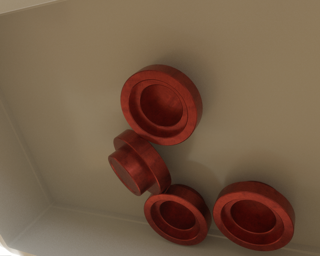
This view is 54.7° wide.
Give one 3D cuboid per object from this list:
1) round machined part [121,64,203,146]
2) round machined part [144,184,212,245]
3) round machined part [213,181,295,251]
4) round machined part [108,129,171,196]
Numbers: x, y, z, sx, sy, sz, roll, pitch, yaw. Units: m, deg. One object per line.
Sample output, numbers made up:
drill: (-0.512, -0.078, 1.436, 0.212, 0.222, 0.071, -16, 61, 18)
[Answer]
round machined part: (0.005, -0.031, 0.376, 0.098, 0.042, 0.097, 13, 124, 21)
round machined part: (0.029, 0.122, 0.458, 0.098, 0.042, 0.097, 13, 124, 21)
round machined part: (0.122, 0.108, 0.400, 0.098, 0.042, 0.097, 13, 124, 21)
round machined part: (-0.033, 0.053, 0.422, 0.098, 0.042, 0.098, 41, 154, 25)
